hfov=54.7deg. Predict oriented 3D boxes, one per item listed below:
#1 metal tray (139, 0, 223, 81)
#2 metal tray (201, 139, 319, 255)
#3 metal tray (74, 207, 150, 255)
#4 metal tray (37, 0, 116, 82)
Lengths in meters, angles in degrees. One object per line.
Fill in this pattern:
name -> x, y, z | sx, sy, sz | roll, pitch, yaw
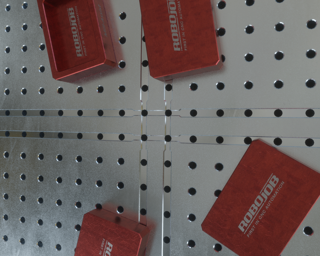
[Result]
metal tray -> 0.026, -0.133, 0.400 | 0.090, 0.030, 0.129 | -9, 87, 19
metal tray -> 0.120, 0.089, 0.368 | 0.090, 0.030, 0.129 | 31, 100, 17
metal tray -> -0.075, 0.189, 0.435 | 0.090, 0.030, 0.129 | 16, 95, 19
metal tray -> -0.122, -0.141, 0.451 | 0.090, 0.030, 0.129 | -14, 85, 19
